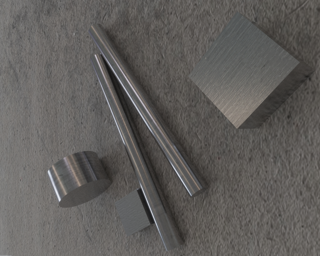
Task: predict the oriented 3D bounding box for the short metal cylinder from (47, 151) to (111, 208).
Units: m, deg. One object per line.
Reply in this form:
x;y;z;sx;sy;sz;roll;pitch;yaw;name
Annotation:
-0.122;0.078;0.470;0.080;0.081;0.050;-45;63;30;short metal cylinder

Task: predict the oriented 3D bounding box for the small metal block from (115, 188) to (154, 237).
-0.030;0.116;0.430;0.050;0.025;0.050;-38;67;33;small metal block

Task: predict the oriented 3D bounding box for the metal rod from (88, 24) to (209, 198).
-0.027;-0.039;0.427;0.025;0.025;0.299;-47;62;30;metal rod

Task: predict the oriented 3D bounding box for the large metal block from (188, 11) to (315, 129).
0.090;-0.055;0.315;0.080;0.050;0.080;-52;60;27;large metal block

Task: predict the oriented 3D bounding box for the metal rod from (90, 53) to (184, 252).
-0.039;0.021;0.437;0.025;0.025;0.299;-37;67;34;metal rod
